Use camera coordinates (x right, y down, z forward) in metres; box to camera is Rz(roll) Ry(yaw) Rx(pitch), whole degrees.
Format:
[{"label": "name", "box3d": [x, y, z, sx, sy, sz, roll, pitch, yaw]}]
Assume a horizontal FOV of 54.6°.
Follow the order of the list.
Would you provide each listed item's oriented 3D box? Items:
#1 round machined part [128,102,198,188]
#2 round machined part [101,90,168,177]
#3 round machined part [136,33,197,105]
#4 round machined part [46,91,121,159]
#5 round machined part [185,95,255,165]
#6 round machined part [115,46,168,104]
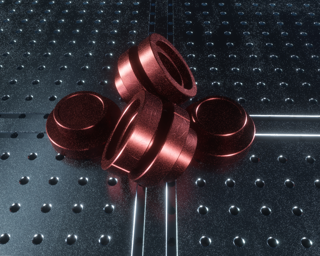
[{"label": "round machined part", "box3d": [0.006, 0.023, 0.353, 0.042, 0.098, 0.098, 29, 48, -18]}, {"label": "round machined part", "box3d": [-0.023, 0.010, 0.346, 0.042, 0.098, 0.098, 28, 48, -18]}, {"label": "round machined part", "box3d": [0.003, -0.073, 0.413, 0.042, 0.098, 0.098, -32, 45, 26]}, {"label": "round machined part", "box3d": [-0.099, -0.011, 0.405, 0.099, 0.042, 0.098, 0, 50, 0]}, {"label": "round machined part", "box3d": [0.074, -0.004, 0.401, 0.099, 0.042, 0.098, 0, 50, 0]}, {"label": "round machined part", "box3d": [-0.023, -0.059, 0.425, 0.042, 0.098, 0.098, -32, 45, 26]}]
